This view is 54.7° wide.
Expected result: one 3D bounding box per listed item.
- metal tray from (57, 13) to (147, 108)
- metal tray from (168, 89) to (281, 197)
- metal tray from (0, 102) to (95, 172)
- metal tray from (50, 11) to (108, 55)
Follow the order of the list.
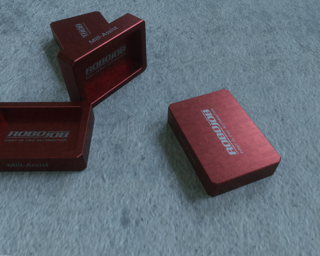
[{"bbox_3d":[-0.074,-0.093,0.438,0.030,0.089,0.131,33,57,24],"label":"metal tray"},{"bbox_3d":[0.075,0.012,0.391,0.091,0.030,0.130,-17,52,-14],"label":"metal tray"},{"bbox_3d":[-0.155,0.009,0.390,0.131,0.030,0.090,0,50,-1],"label":"metal tray"},{"bbox_3d":[-0.120,-0.143,0.519,0.091,0.030,0.130,-22,54,-18],"label":"metal tray"}]
